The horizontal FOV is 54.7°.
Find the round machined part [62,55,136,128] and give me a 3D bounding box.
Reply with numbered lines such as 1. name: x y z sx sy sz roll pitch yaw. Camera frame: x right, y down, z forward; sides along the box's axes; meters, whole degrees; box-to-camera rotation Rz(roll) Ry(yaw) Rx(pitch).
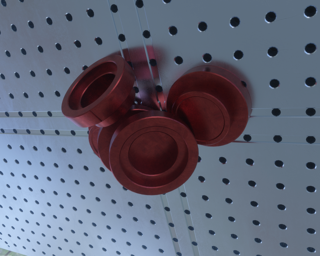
1. round machined part: -0.069 -0.040 0.381 0.098 0.098 0.042 -13 137 33

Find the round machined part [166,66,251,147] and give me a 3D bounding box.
1. round machined part: 0.052 -0.019 0.360 0.098 0.042 0.097 13 124 20

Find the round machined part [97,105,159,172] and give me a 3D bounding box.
1. round machined part: -0.030 0.023 0.398 0.099 0.042 0.097 -4 110 -10

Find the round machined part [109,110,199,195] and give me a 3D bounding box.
1. round machined part: -0.009 0.025 0.357 0.099 0.042 0.097 -3 113 -7

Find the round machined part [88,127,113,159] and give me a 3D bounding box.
1. round machined part: -0.061 0.014 0.440 0.098 0.042 0.097 13 124 20
